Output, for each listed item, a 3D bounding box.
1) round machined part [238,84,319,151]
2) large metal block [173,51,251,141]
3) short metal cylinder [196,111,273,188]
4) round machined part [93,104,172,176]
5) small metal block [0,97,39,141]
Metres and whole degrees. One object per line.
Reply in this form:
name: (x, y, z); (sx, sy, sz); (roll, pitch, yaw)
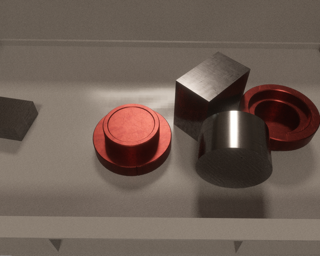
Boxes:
round machined part: (0.149, -0.009, 0.404); (0.099, 0.042, 0.098); (0, 50, 0)
large metal block: (0.065, -0.039, 0.403); (0.050, 0.080, 0.080); (38, 59, 27)
short metal cylinder: (0.082, 0.026, 0.349); (0.080, 0.080, 0.050); (7, 51, 5)
round machined part: (-0.035, 0.008, 0.387); (0.099, 0.042, 0.098); (0, 50, 0)
small metal block: (-0.201, -0.013, 0.413); (0.050, 0.025, 0.050); (9, 50, 7)
